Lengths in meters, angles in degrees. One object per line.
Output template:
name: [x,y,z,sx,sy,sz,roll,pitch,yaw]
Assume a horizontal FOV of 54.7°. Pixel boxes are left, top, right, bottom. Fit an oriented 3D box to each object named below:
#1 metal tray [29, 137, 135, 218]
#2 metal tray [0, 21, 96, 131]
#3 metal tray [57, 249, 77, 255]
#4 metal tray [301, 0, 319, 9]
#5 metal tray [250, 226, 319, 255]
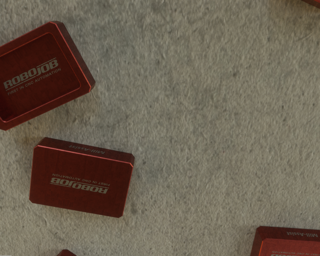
metal tray: [-0.108,0.070,0.431,0.131,0.030,0.089,12,110,-5]
metal tray: [-0.159,-0.063,0.381,0.130,0.030,0.090,-23,109,8]
metal tray: [-0.134,0.266,0.504,0.130,0.030,0.090,41,105,-14]
metal tray: [0.190,-0.204,0.334,0.091,0.030,0.129,20,109,-8]
metal tray: [0.212,0.203,0.485,0.131,0.030,0.089,5,110,-2]
